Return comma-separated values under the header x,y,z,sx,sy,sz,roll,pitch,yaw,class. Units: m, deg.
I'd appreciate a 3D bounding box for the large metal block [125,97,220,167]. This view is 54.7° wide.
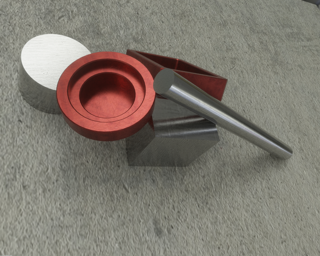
x,y,z,sx,sy,sz,roll,pitch,yaw,class
0.011,0.009,0.372,0.081,0.080,0.050,4,60,-26,large metal block

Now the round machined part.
x,y,z,sx,sy,sz,roll,pitch,yaw,class
-0.055,-0.030,0.327,0.099,0.042,0.098,3,62,-5,round machined part

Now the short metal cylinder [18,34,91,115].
x,y,z,sx,sy,sz,roll,pitch,yaw,class
-0.121,-0.062,0.363,0.081,0.050,0.080,14,56,-21,short metal cylinder

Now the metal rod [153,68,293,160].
x,y,z,sx,sy,sz,roll,pitch,yaw,class
0.101,-0.002,0.387,0.301,0.025,0.025,23,49,-45,metal rod

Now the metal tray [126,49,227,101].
x,y,z,sx,sy,sz,roll,pitch,yaw,class
0.014,-0.070,0.406,0.091,0.030,0.130,4,20,-26,metal tray
